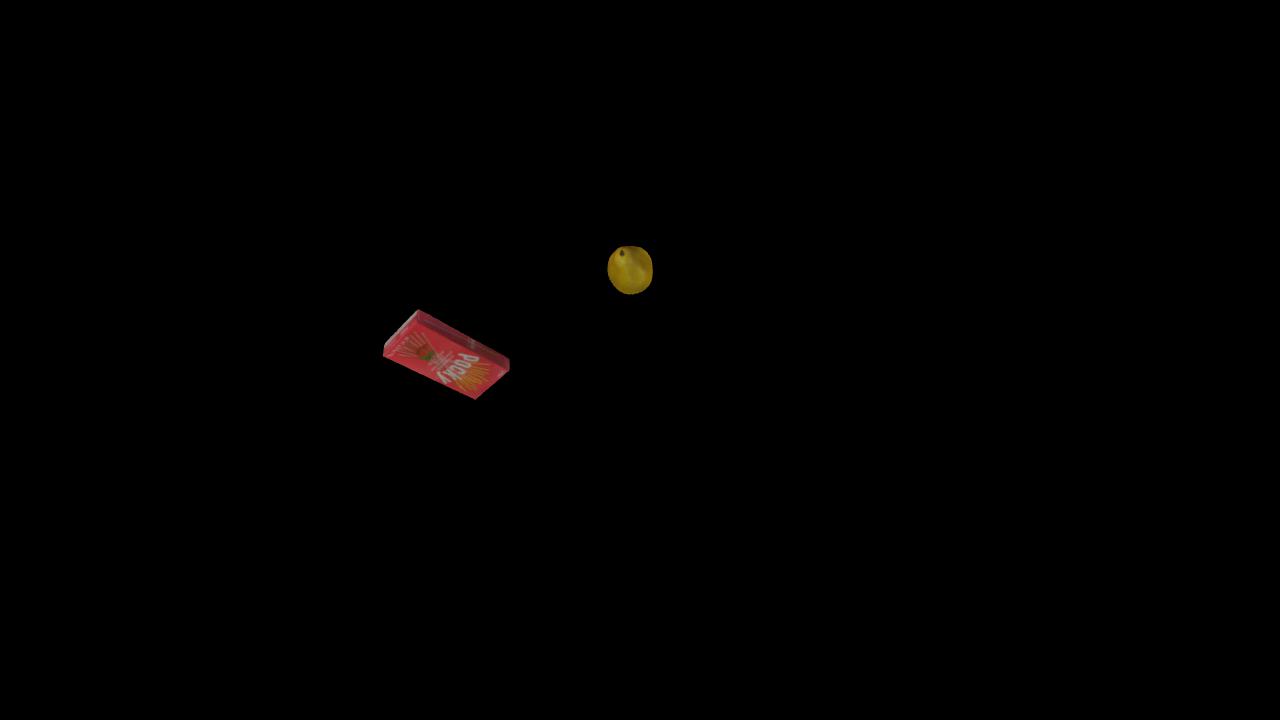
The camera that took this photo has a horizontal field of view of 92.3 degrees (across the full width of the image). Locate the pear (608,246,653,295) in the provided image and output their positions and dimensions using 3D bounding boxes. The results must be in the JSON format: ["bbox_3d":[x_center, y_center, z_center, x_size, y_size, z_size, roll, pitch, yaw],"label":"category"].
[{"bbox_3d":[-0.022,-0.155,0.978,0.080,0.080,0.111,0,-24,16],"label":"pear"}]

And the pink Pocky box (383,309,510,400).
[{"bbox_3d":[-0.271,-0.003,0.872,0.084,0.029,0.155,-37,-49,25],"label":"pink Pocky box"}]
